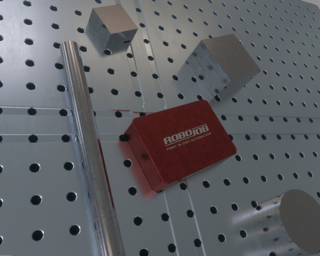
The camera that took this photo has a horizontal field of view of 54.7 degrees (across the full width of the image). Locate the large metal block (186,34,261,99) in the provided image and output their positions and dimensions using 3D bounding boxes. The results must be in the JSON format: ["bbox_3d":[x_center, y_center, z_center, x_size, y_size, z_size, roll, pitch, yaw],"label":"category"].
[{"bbox_3d":[0.105,-0.103,0.511,0.081,0.050,0.080,-22,74,-36],"label":"large metal block"}]

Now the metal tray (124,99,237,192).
[{"bbox_3d":[0.030,0.018,0.410,0.131,0.030,0.090,-18,71,-35],"label":"metal tray"}]

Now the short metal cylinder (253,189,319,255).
[{"bbox_3d":[0.172,0.127,0.407,0.081,0.050,0.080,14,56,-21],"label":"short metal cylinder"}]

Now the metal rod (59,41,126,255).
[{"bbox_3d":[-0.078,0.025,0.350,0.025,0.025,0.299,-3,63,-30],"label":"metal rod"}]

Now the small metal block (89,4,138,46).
[{"bbox_3d":[-0.070,-0.155,0.465,0.050,0.025,0.050,-26,76,-37],"label":"small metal block"}]
